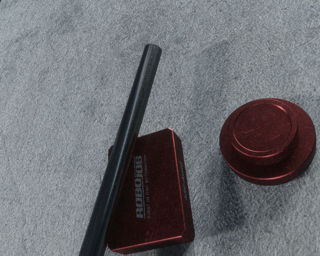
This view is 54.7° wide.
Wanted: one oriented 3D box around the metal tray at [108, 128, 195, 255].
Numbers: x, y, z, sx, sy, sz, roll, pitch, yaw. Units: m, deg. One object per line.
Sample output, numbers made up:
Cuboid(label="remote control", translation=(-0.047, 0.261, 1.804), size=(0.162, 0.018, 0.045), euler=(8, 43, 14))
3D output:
Cuboid(label="metal tray", translation=(-0.015, 0.072, 0.363), size=(0.090, 0.030, 0.130), euler=(-18, 55, 17))

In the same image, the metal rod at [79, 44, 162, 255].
Cuboid(label="metal rod", translation=(-0.043, 0.021, 0.372), size=(0.025, 0.025, 0.300), euler=(0, 61, 28))

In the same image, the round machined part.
Cuboid(label="round machined part", translation=(0.111, 0.008, 0.329), size=(0.098, 0.042, 0.098), euler=(-13, 56, 20))
